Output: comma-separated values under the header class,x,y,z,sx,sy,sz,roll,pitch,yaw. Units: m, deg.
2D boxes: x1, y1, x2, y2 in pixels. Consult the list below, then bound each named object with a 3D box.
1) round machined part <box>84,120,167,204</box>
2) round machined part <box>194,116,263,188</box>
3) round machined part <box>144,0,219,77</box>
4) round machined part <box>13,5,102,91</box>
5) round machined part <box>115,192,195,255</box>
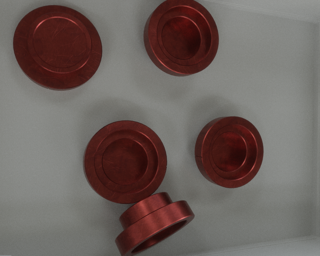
class,x,y,z,sx,sy,sz,roll,pitch,yaw
round machined part,-0.044,0.042,0.381,0.099,0.042,0.097,3,81,-19
round machined part,0.093,0.033,0.437,0.099,0.042,0.097,0,90,-21
round machined part,0.025,-0.117,0.412,0.099,0.042,0.097,0,90,-21
round machined part,-0.116,-0.094,0.359,0.099,0.042,0.097,0,90,-21
round machined part,-0.010,0.114,0.379,0.099,0.098,0.042,-23,65,-19
